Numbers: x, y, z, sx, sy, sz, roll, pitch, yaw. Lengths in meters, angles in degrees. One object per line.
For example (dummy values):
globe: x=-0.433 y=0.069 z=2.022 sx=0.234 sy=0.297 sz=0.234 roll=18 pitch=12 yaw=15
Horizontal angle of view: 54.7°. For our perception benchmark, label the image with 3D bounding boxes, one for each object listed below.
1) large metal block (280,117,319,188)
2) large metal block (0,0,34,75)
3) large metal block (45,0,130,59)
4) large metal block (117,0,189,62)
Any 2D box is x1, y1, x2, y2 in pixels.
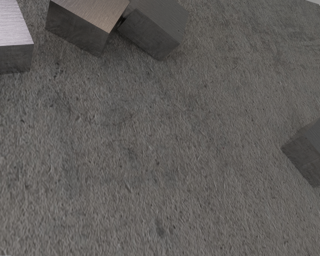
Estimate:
large metal block: x=0.258 y=0.037 z=0.504 sx=0.081 sy=0.050 sz=0.080 roll=-30 pitch=78 yaw=-38
large metal block: x=-0.197 y=-0.105 z=0.346 sx=0.081 sy=0.050 sz=0.080 roll=-15 pitch=70 yaw=-34
large metal block: x=-0.099 y=-0.157 z=0.430 sx=0.080 sy=0.050 sz=0.080 roll=28 pitch=52 yaw=-11
large metal block: x=-0.008 y=-0.164 z=0.472 sx=0.080 sy=0.050 sz=0.080 roll=33 pitch=50 yaw=-24
